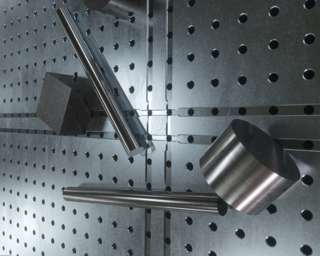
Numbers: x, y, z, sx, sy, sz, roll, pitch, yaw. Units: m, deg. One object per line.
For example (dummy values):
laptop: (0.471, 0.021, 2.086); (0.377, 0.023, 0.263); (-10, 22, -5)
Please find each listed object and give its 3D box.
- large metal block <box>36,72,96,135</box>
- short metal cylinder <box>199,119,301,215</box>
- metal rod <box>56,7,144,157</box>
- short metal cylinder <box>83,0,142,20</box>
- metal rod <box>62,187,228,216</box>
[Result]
large metal block: (-0.160, -0.041, 0.525); (0.080, 0.050, 0.079); (32, 110, 35)
short metal cylinder: (0.086, 0.036, 0.302); (0.080, 0.081, 0.050); (51, 120, 27)
metal rod: (-0.104, -0.086, 0.494); (0.025, 0.025, 0.299); (-45, 63, 31)
short metal cylinder: (-0.068, -0.204, 0.450); (0.080, 0.050, 0.079); (0, 90, 40)
metal rod: (-0.044, 0.101, 0.445); (0.300, 0.025, 0.025); (-7, 86, 39)
